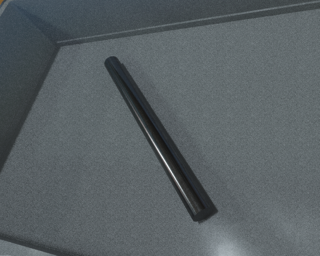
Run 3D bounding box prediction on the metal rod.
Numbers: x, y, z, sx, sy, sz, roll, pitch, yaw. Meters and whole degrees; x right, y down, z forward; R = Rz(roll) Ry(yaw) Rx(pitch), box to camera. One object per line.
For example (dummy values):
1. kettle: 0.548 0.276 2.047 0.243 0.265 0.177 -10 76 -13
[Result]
1. metal rod: -0.017 -0.008 0.418 0.025 0.025 0.300 -36 51 4
